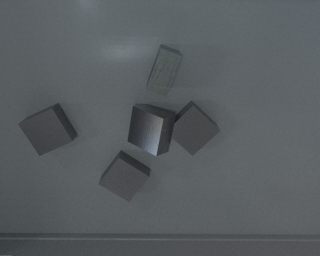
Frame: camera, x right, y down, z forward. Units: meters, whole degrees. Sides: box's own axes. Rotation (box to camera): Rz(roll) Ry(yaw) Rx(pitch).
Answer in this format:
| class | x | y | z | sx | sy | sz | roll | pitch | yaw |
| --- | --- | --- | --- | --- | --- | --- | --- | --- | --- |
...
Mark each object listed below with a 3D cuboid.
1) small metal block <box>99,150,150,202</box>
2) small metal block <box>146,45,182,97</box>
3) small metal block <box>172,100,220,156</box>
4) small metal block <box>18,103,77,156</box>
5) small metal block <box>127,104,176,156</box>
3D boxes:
| class | x | y | z | sx | sy | sz | roll | pitch | yaw |
| --- | --- | --- | --- | --- | --- | --- | --- | --- | --- |
| small metal block | -0.049 | 0.068 | 0.436 | 0.050 | 0.025 | 0.050 | 34 | 106 | -12 |
| small metal block | 0.004 | -0.070 | 0.372 | 0.025 | 0.050 | 0.050 | 19 | 109 | -7 |
| small metal block | 0.043 | 0.000 | 0.412 | 0.050 | 0.025 | 0.050 | 42 | 104 | -14 |
| small metal block | -0.147 | 0.002 | 0.410 | 0.050 | 0.025 | 0.050 | -24 | 109 | 8 |
| small metal block | -0.012 | 0.001 | 0.398 | 0.050 | 0.025 | 0.050 | 24 | 114 | 33 |
